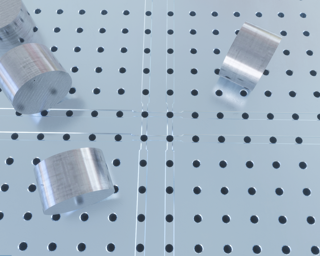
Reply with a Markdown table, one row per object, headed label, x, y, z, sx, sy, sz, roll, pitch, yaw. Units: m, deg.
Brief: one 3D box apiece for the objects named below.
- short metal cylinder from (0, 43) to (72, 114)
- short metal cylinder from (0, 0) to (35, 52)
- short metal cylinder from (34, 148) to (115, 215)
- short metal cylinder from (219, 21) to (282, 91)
| label | x | y | z | sx | sy | sz | roll | pitch | yaw |
| --- | --- | --- | --- | --- | --- | --- | --- | --- | --- |
| short metal cylinder | -0.164 | -0.063 | 0.404 | 0.080 | 0.080 | 0.050 | -36 | 74 | -12 |
| short metal cylinder | -0.234 | -0.160 | 0.455 | 0.081 | 0.050 | 0.080 | 0 | 70 | 0 |
| short metal cylinder | -0.099 | 0.062 | 0.359 | 0.080 | 0.080 | 0.050 | -19 | 71 | -7 |
| short metal cylinder | 0.121 | -0.096 | 0.418 | 0.050 | 0.080 | 0.080 | 28 | 73 | 10 |
